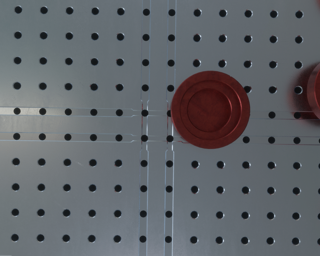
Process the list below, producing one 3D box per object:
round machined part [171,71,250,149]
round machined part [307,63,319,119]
[{"bbox_3d":[0.063,-0.023,0.405,0.099,0.042,0.097,0,90,0],"label":"round machined part"},{"bbox_3d":[0.241,-0.048,0.406,0.099,0.042,0.097,0,90,0],"label":"round machined part"}]
